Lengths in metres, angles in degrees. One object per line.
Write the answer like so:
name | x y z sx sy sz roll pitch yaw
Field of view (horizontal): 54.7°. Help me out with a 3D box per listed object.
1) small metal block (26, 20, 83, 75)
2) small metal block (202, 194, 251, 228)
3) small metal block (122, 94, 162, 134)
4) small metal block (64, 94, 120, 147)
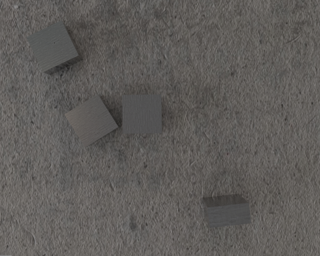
small metal block | -0.138 -0.105 0.409 0.050 0.025 0.050 -26 90 0
small metal block | 0.084 0.105 0.398 0.050 0.050 0.025 -7 90 0
small metal block | -0.023 -0.018 0.410 0.050 0.025 0.050 -1 90 0
small metal block | -0.088 -0.009 0.409 0.050 0.025 0.050 -32 90 0
